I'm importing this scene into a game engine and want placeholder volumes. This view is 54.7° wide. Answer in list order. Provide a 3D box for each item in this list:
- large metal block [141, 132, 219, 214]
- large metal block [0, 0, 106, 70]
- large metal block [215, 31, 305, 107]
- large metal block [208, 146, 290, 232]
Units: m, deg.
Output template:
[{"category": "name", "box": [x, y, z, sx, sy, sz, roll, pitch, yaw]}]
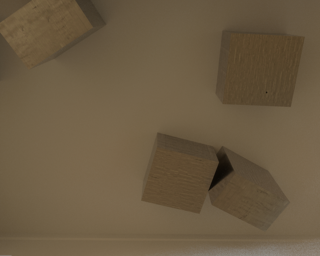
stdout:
[{"category": "large metal block", "box": [0.025, 0.060, 0.420, 0.080, 0.050, 0.079, 14, 110, -6]}, {"category": "large metal block", "box": [-0.113, -0.113, 0.339, 0.080, 0.080, 0.050, -30, 108, 10]}, {"category": "large metal block", "box": [0.115, -0.072, 0.372, 0.081, 0.050, 0.079, 2, 110, -1]}, {"category": "large metal block", "box": [0.110, 0.078, 0.411, 0.080, 0.080, 0.050, 29, 108, -10]}]
